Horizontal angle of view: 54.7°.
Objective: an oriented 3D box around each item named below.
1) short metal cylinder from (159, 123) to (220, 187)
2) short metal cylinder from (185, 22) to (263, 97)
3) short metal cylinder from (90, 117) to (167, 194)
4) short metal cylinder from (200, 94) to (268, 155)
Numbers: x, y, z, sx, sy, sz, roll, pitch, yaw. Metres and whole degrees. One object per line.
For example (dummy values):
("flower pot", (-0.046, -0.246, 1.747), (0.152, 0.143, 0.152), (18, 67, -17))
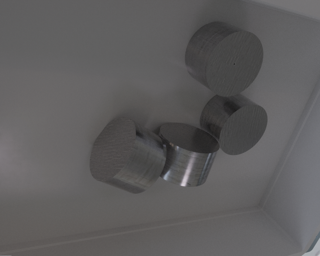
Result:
("short metal cylinder", (0.032, 0.033, 0.411), (0.081, 0.080, 0.050), (3, 117, -30))
("short metal cylinder", (0.078, -0.085, 0.382), (0.081, 0.050, 0.079), (-14, 124, -21))
("short metal cylinder", (-0.039, 0.033, 0.372), (0.050, 0.080, 0.080), (32, 101, -38))
("short metal cylinder", (0.105, -0.008, 0.445), (0.081, 0.050, 0.079), (-14, 124, -21))
